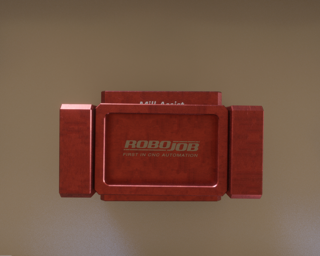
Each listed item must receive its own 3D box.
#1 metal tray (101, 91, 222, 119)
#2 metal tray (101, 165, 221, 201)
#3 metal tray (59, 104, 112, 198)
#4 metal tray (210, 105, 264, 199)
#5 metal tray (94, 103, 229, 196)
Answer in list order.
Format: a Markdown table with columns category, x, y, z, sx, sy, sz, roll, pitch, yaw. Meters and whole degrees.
| category | x | y | z | sx | sy | sz | roll | pitch | yaw |
| --- | --- | --- | --- | --- | --- | --- | --- | --- | --- |
| metal tray | 0.002 | -0.025 | 0.376 | 0.131 | 0.090 | 0.030 | 0 | 91 | 0 |
| metal tray | 0.001 | 0.064 | 0.376 | 0.131 | 0.090 | 0.030 | 0 | 90 | 0 |
| metal tray | -0.080 | 0.021 | 0.357 | 0.030 | 0.130 | 0.089 | 1 | 91 | 0 |
| metal tray | 0.083 | 0.022 | 0.357 | 0.030 | 0.130 | 0.089 | 1 | 91 | 0 |
| metal tray | 0.001 | 0.021 | 0.317 | 0.131 | 0.030 | 0.089 | 1 | 90 | 0 |
